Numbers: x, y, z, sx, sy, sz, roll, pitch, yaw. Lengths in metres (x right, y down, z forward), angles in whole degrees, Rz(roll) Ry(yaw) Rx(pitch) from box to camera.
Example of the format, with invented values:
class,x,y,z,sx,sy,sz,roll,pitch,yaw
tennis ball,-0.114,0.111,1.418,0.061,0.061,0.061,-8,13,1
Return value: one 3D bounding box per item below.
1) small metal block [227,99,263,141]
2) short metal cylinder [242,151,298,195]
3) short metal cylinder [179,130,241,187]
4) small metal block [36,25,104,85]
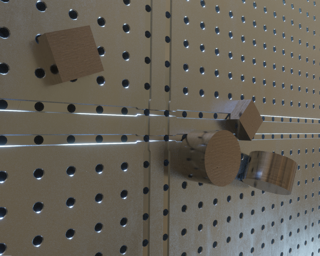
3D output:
class,x,y,z,sx,sy,sz,roll,pitch,yaw
small metal block,0.147,-0.014,0.532,0.050,0.025,0.050,-51,120,-28
short metal cylinder,0.188,0.078,0.531,0.080,0.080,0.050,32,70,-36
short metal cylinder,0.074,0.042,0.455,0.081,0.050,0.079,0,90,-40
small metal block,-0.094,-0.078,0.330,0.050,0.025,0.050,-26,107,-37
